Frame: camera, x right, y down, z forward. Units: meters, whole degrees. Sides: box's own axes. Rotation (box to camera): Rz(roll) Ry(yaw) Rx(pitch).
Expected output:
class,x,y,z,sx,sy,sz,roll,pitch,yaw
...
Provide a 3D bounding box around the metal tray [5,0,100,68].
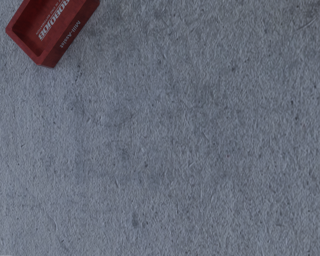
class,x,y,z,sx,sy,sz,roll,pitch,yaw
metal tray,-0.162,-0.167,0.463,0.090,0.030,0.130,44,103,14
